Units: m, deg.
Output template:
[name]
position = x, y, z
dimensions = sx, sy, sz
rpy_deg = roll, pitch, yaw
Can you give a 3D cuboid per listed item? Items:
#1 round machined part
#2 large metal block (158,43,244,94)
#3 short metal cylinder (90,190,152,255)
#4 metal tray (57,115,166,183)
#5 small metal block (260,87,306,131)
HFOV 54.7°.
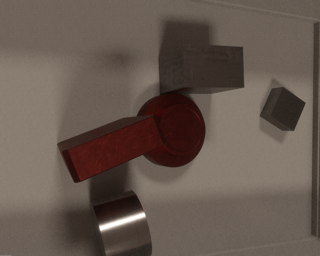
[round machined part]
position = 0.020, 0.002, 0.403
dimensions = 0.099, 0.042, 0.097
rpy_deg = 1, 87, -28
[large metal block]
position = 0.051, -0.073, 0.401
dimensions = 0.081, 0.080, 0.050
rpy_deg = -3, 91, -20
[short metal cylinder]
position = -0.048, 0.119, 0.365
dimensions = 0.050, 0.080, 0.079
rpy_deg = -13, 95, -20
[metal tray]
position = -0.059, 0.017, 0.334
dimensions = 0.091, 0.130, 0.030
rpy_deg = -22, 98, -19
[small metal block]
position = 0.192, -0.029, 0.483
dimensions = 0.050, 0.025, 0.050
rpy_deg = 29, 80, -18
